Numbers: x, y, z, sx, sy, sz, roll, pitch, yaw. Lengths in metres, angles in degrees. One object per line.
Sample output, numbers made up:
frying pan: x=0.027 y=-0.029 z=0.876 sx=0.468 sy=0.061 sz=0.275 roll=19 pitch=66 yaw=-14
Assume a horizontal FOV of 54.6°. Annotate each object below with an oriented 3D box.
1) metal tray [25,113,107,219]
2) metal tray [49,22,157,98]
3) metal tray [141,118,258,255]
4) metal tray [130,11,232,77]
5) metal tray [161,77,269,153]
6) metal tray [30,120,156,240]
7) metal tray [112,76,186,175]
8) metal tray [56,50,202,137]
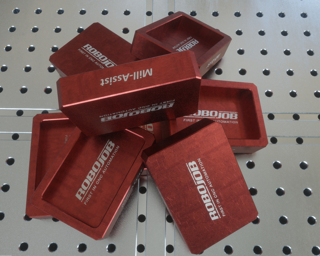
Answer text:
metal tray: x=-0.114 y=0.045 z=0.393 sx=0.091 sy=0.030 sz=0.130 roll=-4 pitch=69 yaw=-2
metal tray: x=-0.078 y=-0.084 z=0.421 sx=0.090 sy=0.030 sz=0.130 roll=-43 pitch=60 yaw=-14
metal tray: x=0.047 y=0.065 z=0.350 sx=0.090 sy=0.030 sz=0.130 roll=-28 pitch=106 yaw=-9
metal tray: x=0.033 y=-0.111 z=0.414 sx=0.090 sy=0.030 sz=0.131 roll=32 pitch=40 yaw=11
metal tray: x=0.067 y=-0.015 z=0.396 sx=0.131 sy=0.030 sz=0.090 roll=2 pitch=69 yaw=-18
metal tray: x=-0.072 y=0.049 z=0.358 sx=0.090 sy=0.030 sz=0.130 roll=25 pitch=72 yaw=9
metal tray: x=-0.018 y=-0.005 z=0.411 sx=0.091 sy=0.030 sz=0.130 roll=-4 pitch=68 yaw=-3
metal tray: x=-0.026 y=-0.031 z=0.320 sx=0.131 sy=0.090 sz=0.030 roll=-13 pitch=71 yaw=0
